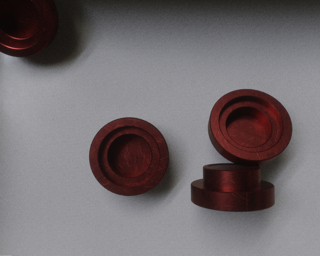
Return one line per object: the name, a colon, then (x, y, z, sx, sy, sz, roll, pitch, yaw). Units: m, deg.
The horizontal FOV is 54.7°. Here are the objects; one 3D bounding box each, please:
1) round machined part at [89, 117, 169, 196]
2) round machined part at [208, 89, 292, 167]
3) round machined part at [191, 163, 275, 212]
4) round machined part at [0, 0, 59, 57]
round machined part: (-0.038, 0.035, 0.402, 0.099, 0.042, 0.097, 0, 90, 0)
round machined part: (0.110, 0.003, 0.391, 0.099, 0.042, 0.098, 0, 64, 1)
round machined part: (0.087, 0.067, 0.375, 0.099, 0.098, 0.042, -1, 90, 0)
round machined part: (-0.176, -0.142, 0.388, 0.099, 0.042, 0.097, 1, 118, 2)
